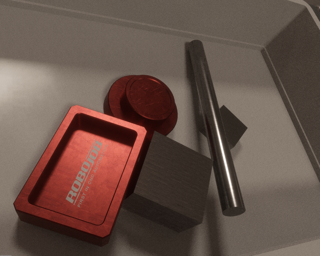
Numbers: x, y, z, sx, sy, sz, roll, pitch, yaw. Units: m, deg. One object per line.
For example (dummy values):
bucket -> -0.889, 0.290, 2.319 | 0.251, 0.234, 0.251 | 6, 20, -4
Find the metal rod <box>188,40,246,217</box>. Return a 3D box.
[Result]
metal rod -> 0.070, -0.024, 0.430 | 0.025, 0.025, 0.300 | 14, 47, -21

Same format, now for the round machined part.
round machined part -> -0.020, -0.030, 0.404 | 0.099, 0.042, 0.098 | 14, 56, -21

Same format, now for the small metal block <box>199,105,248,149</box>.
small metal block -> 0.094, 0.002, 0.457 | 0.050, 0.025, 0.050 | 44, 51, 2

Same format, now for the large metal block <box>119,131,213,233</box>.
large metal block -> 0.008, 0.063, 0.357 | 0.080, 0.050, 0.080 | 27, 52, -12

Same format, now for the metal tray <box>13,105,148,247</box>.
metal tray -> -0.075, 0.044, 0.322 | 0.090, 0.030, 0.130 | 19, 53, 0
